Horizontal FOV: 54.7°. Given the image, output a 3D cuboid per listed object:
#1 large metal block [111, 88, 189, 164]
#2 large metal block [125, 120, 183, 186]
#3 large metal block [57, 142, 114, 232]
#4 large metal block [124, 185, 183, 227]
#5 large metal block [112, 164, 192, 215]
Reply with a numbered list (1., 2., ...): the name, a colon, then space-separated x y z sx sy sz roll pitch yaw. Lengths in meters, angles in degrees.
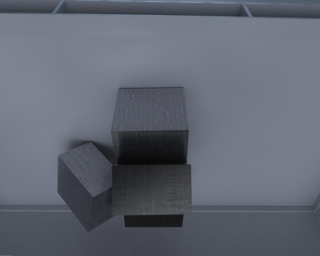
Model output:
1. large metal block: -0.010 -0.004 0.366 0.081 0.080 0.050 -1 130 0
2. large metal block: -0.010 0.034 0.422 0.081 0.050 0.079 -1 130 0
3. large metal block: -0.097 0.080 0.427 0.050 0.080 0.079 -25 144 -39
4. large metal block: -0.009 0.095 0.451 0.081 0.080 0.050 0 130 -1
5. large metal block: -0.008 0.066 0.353 0.081 0.080 0.050 -1 85 0
